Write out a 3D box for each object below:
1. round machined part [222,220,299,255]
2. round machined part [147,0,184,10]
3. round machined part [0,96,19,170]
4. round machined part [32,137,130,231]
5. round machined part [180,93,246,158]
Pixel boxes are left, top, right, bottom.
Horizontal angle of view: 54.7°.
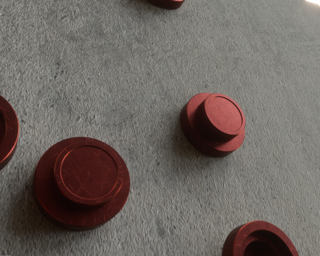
[{"bbox_3d":[0.112,0.160,0.355,0.099,0.042,0.098,14,56,-21],"label":"round machined part"},{"bbox_3d":[0.008,-0.265,0.559,0.099,0.042,0.098,14,56,-21],"label":"round machined part"},{"bbox_3d":[-0.186,0.009,0.287,0.099,0.042,0.098,14,56,-21],"label":"round machined part"},{"bbox_3d":[-0.077,0.052,0.320,0.099,0.042,0.098,14,56,-21],"label":"round machined part"},{"bbox_3d":[0.082,-0.011,0.443,0.099,0.042,0.098,14,56,-21],"label":"round machined part"}]
